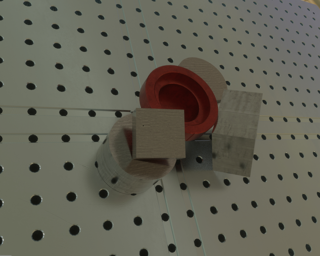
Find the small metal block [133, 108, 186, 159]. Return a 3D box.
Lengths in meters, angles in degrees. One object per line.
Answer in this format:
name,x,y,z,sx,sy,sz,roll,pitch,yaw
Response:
small metal block,-0.002,0.007,0.322,0.050,0.025,0.050,1,80,-14

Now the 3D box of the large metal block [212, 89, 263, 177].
large metal block,0.103,0.007,0.416,0.050,0.080,0.080,9,50,18

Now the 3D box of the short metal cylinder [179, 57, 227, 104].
short metal cylinder,0.050,-0.056,0.453,0.081,0.050,0.080,14,56,-21

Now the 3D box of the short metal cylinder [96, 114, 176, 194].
short metal cylinder,-0.027,0.030,0.358,0.081,0.050,0.080,14,56,-21

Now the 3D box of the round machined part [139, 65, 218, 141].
round machined part,0.020,-0.027,0.386,0.099,0.042,0.098,14,56,-21
